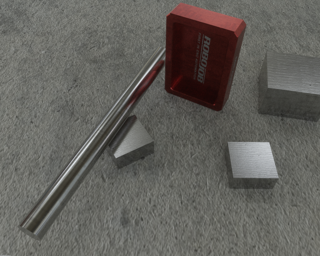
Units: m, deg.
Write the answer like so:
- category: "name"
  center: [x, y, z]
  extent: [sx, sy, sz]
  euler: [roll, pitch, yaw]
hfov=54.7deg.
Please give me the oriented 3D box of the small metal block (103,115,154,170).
- category: "small metal block"
  center: [-0.042, 0.017, 0.389]
  extent: [0.050, 0.025, 0.050]
  euler: [-24, 54, -19]

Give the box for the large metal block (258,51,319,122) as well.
- category: "large metal block"
  center: [0.187, -0.060, 0.440]
  extent: [0.080, 0.050, 0.080]
  euler: [9, 51, 7]

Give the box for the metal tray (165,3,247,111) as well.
- category: "metal tray"
  center: [0.054, -0.089, 0.411]
  extent: [0.090, 0.129, 0.030]
  euler: [23, 54, 17]

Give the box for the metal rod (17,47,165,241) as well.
- category: "metal rod"
  center: [-0.058, -0.007, 0.375]
  extent: [0.025, 0.025, 0.301]
  euler: [20, 52, 15]

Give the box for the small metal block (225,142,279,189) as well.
- category: "small metal block"
  center: [0.107, 0.044, 0.368]
  extent: [0.050, 0.025, 0.050]
  euler: [1, 50, 0]
